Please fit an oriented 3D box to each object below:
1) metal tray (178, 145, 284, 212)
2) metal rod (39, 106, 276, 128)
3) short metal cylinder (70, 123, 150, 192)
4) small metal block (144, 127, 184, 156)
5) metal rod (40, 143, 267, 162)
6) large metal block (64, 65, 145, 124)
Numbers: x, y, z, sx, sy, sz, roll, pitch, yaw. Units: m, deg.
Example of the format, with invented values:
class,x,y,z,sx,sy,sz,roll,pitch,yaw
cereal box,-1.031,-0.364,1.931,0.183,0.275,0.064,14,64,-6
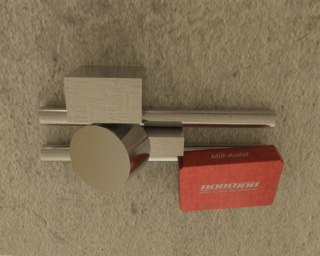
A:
class,x,y,z,sx,sy,sz,roll,pitch,yaw
metal tray,0.091,0.070,0.420,0.131,0.030,0.089,-4,128,-1
metal rod,-0.002,-0.014,0.406,0.302,0.025,0.025,1,110,-1
short metal cylinder,-0.059,0.028,0.369,0.080,0.050,0.079,8,110,22
small metal block,0.004,0.014,0.402,0.050,0.050,0.025,1,110,-1
metal rod,-0.007,0.034,0.424,0.302,0.025,0.025,0,110,-1
large metal block,-0.060,-0.042,0.366,0.081,0.080,0.050,1,110,-1
